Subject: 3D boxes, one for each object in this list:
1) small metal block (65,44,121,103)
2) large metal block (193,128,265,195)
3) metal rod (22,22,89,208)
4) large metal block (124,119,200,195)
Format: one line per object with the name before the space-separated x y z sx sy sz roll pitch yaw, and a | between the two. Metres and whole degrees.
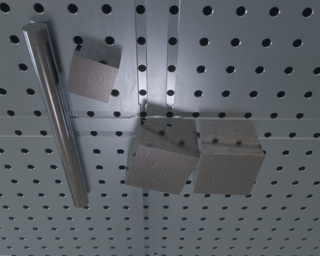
small metal block | -0.077 -0.062 0.358 0.050 0.025 0.050 16 128 -13
large metal block | 0.091 0.049 0.438 0.081 0.050 0.079 3 130 -3
metal rod | -0.130 0.009 0.417 0.025 0.025 0.298 0 130 0
large metal block | 0.001 0.042 0.431 0.081 0.050 0.079 13 129 -12
